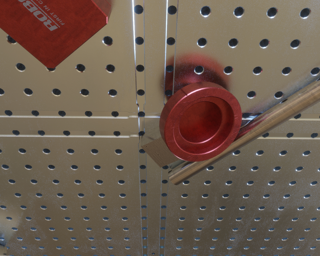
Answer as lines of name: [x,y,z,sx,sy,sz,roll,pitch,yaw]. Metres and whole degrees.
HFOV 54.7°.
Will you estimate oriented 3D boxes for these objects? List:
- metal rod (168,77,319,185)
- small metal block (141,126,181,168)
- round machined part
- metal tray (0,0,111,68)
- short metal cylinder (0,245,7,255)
metal rod: [0.131,-0.001,0.412,0.299,0.025,0.025,-36,122,26]
small metal block: [0.009,0.023,0.431,0.050,0.025,0.050,-26,126,20]
round machined part: [0.046,-0.011,0.379,0.099,0.042,0.097,-8,119,-15]
metal tray: [-0.124,-0.130,0.295,0.090,0.030,0.130,-31,124,23]
short metal cylinder: [-0.339,0.258,0.591,0.050,0.080,0.080,36,121,-27]
